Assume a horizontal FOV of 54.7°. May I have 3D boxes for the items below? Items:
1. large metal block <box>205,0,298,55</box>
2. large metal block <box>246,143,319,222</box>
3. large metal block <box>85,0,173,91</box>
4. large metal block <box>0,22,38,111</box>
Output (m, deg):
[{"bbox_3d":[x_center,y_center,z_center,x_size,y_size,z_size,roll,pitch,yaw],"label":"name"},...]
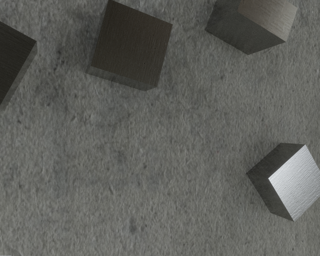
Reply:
[{"bbox_3d":[0.123,-0.149,0.426,0.080,0.080,0.050,23,82,-19],"label":"large metal block"},{"bbox_3d":[0.193,0.079,0.469,0.080,0.050,0.080,-37,102,-17],"label":"large metal block"},{"bbox_3d":[-0.039,-0.097,0.382,0.081,0.050,0.080,15,85,-20],"label":"large metal block"},{"bbox_3d":[-0.188,-0.073,0.326,0.080,0.050,0.080,28,81,-18],"label":"large metal block"}]
